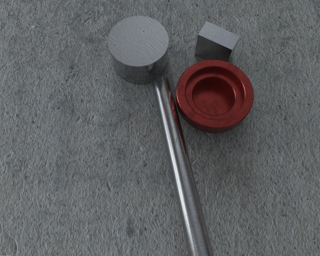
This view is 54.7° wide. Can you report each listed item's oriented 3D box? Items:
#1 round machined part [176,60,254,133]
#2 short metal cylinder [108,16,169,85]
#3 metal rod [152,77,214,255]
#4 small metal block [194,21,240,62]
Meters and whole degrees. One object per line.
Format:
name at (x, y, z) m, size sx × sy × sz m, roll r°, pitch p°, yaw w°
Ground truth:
round machined part at (0.070, -0.038, 0.414) m, size 0.099 × 0.042 × 0.098 m, roll 0°, pitch 70°, yaw 0°
short metal cylinder at (-0.029, -0.108, 0.434) m, size 0.081 × 0.050 × 0.080 m, roll 0°, pitch 70°, yaw 0°
metal rod at (0.028, 0.063, 0.356) m, size 0.025 × 0.025 × 0.299 m, roll -10°, pitch 60°, yaw -4°
small metal block at (0.079, -0.116, 0.438) m, size 0.050 × 0.050 × 0.025 m, roll 28°, pitch 73°, yaw 9°
